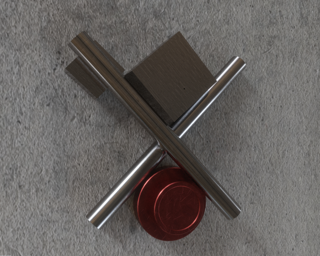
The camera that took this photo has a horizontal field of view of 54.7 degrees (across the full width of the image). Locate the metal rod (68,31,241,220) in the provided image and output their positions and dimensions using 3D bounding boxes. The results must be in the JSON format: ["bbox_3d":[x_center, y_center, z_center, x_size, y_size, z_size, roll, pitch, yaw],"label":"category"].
[{"bbox_3d":[0.003,0.007,0.385,0.025,0.025,0.300,-46,105,-14],"label":"metal rod"}]

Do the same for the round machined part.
[{"bbox_3d":[0.018,0.101,0.409,0.099,0.042,0.097,0,90,-21],"label":"round machined part"}]

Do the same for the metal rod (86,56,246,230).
[{"bbox_3d":[0.017,0.010,0.419,0.025,0.025,0.301,47,75,-15],"label":"metal rod"}]

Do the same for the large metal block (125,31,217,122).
[{"bbox_3d":[0.012,-0.064,0.403,0.080,0.050,0.080,-44,104,-15],"label":"large metal block"}]

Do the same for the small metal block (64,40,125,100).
[{"bbox_3d":[-0.081,-0.071,0.382,0.050,0.025,0.050,45,76,-15],"label":"small metal block"}]
